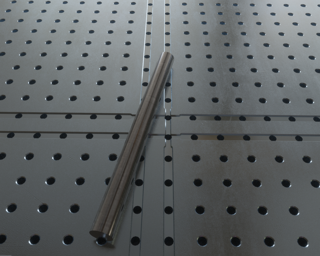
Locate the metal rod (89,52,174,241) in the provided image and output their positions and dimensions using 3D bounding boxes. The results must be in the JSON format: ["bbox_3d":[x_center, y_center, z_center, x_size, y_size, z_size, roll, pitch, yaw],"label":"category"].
[{"bbox_3d":[-0.024,-0.002,0.408,0.025,0.025,0.300,11,51,8],"label":"metal rod"}]
